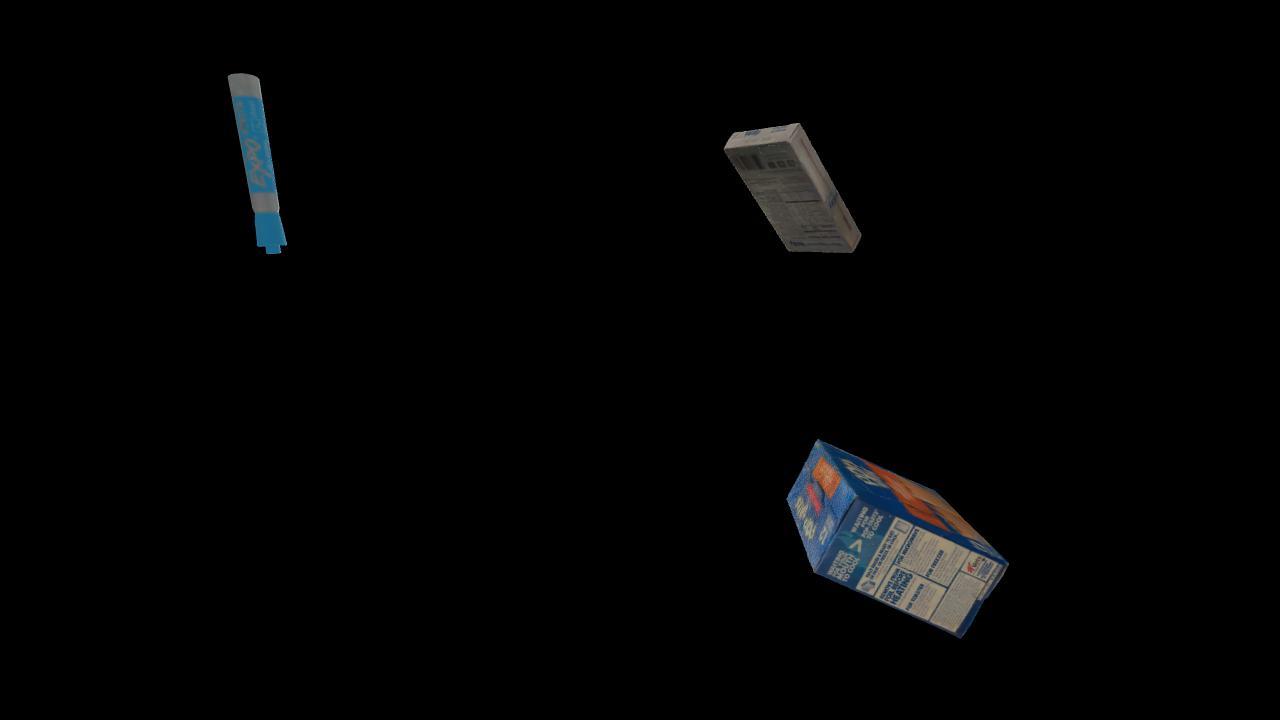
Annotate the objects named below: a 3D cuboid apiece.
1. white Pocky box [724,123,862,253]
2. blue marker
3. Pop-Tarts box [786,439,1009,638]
[{"bbox_3d":[0.155,-0.166,0.617,0.084,0.028,0.154,14,-23,49],"label":"white Pocky box"},{"bbox_3d":[-0.269,-0.136,0.434,0.020,0.121,0.020,-5,9,1],"label":"blue marker"},{"bbox_3d":[0.233,0.160,0.594,0.141,0.083,0.167,24,10,1],"label":"Pop-Tarts box"}]
